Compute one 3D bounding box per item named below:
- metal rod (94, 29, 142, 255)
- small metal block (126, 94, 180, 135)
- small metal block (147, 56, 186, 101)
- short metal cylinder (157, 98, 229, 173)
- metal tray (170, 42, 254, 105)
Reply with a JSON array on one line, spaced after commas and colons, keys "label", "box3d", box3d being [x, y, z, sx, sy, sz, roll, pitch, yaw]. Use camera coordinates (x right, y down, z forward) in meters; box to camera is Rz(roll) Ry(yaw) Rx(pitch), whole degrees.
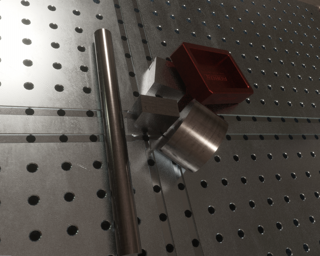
[{"label": "metal rod", "box3d": [-0.057, -0.003, 0.380, 0.025, 0.025, 0.299, 3, 60, -27]}, {"label": "small metal block", "box3d": [-0.010, -0.016, 0.398, 0.050, 0.050, 0.025, 6, 59, -25]}, {"label": "small metal block", "box3d": [0.011, -0.072, 0.460, 0.050, 0.025, 0.050, 16, 55, -20]}, {"label": "short metal cylinder", "box3d": [0.040, 0.010, 0.391, 0.050, 0.080, 0.080, 36, 51, -5]}, {"label": "metal tray", "box3d": [0.084, -0.083, 0.482, 0.131, 0.030, 0.090, -7, 64, -47]}]
